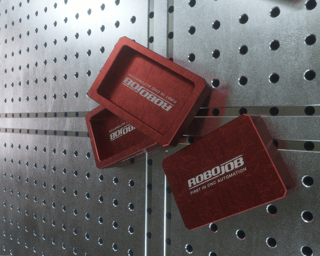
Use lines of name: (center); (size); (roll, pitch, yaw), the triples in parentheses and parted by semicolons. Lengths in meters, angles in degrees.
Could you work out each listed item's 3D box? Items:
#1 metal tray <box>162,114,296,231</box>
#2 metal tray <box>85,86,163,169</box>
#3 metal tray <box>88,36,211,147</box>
metal tray: (0.070, 0.052, 0.349); (0.130, 0.030, 0.090); (-34, 69, 35)
metal tray: (-0.051, -0.001, 0.449); (0.130, 0.030, 0.090); (-26, 74, 37)
metal tray: (-0.016, -0.046, 0.385); (0.130, 0.030, 0.090); (33, 94, 21)
